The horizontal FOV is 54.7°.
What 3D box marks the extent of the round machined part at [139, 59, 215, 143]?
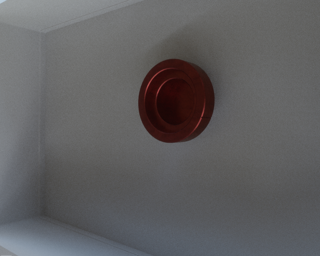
[{"bbox_3d":[0.024,-0.031,0.375,0.098,0.042,0.097,0,90,39],"label":"round machined part"}]
